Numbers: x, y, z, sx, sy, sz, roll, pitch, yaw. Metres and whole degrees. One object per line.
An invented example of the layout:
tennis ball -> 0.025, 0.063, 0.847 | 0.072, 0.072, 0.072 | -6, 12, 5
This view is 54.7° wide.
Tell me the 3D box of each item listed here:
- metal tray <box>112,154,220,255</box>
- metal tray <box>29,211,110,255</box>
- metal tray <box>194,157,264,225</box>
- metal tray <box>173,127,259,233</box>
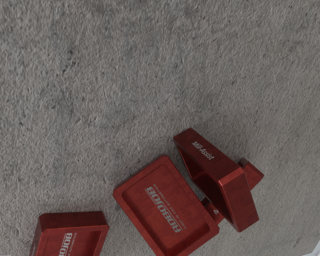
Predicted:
metal tray -> 0.008, 0.112, 0.427 | 0.090, 0.030, 0.130 | -36, 92, -2
metal tray -> -0.134, 0.179, 0.440 | 0.091, 0.030, 0.129 | 7, 115, -32
metal tray -> 0.103, 0.106, 0.490 | 0.130, 0.030, 0.090 | -48, 172, 6
metal tray -> 0.069, 0.063, 0.408 | 0.030, 0.130, 0.090 | -30, 120, -10
